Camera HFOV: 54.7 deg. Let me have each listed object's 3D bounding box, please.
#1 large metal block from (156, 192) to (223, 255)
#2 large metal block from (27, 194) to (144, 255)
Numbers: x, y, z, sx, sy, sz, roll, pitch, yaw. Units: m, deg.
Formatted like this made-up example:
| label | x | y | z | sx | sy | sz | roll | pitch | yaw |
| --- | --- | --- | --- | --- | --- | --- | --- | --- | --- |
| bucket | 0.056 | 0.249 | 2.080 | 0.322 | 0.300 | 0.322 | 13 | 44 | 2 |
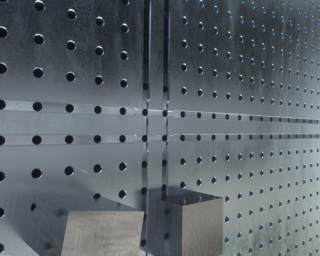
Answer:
| label | x | y | z | sx | sy | sz | roll | pitch | yaw |
| --- | --- | --- | --- | --- | --- | --- | --- | --- | --- |
| large metal block | 0.042 | 0.138 | 0.431 | 0.081 | 0.050 | 0.079 | 1 | 89 | -40 |
| large metal block | -0.075 | 0.101 | 0.312 | 0.081 | 0.080 | 0.050 | 14 | 82 | -40 |
